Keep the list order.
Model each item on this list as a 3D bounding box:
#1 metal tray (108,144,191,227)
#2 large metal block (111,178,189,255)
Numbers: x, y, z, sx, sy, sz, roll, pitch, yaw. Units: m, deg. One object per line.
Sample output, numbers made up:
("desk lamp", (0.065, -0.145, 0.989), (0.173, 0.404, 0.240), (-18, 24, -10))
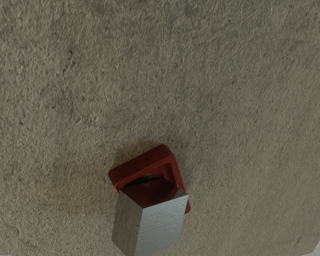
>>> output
("metal tray", (-0.011, 0.096, 0.456), (0.091, 0.030, 0.129), (-27, 128, -12))
("large metal block", (-0.014, 0.122, 0.423), (0.081, 0.050, 0.079), (-5, 113, -42))
